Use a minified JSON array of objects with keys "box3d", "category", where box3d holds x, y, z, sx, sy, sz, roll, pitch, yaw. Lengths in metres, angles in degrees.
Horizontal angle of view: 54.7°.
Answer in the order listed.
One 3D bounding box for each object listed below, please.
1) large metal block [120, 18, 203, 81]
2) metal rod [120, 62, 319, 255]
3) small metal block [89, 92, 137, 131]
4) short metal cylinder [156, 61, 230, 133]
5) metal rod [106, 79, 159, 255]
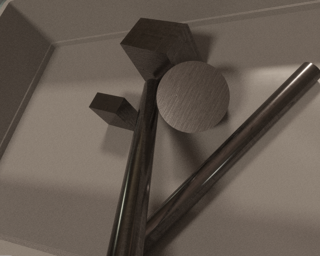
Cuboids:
[{"box3d":[0.006,-0.099,0.425,0.080,0.080,0.050,22,70,36],"category":"large metal block"},{"box3d":[0.067,0.038,0.346,0.300,0.025,0.025,-44,51,-3],"category":"metal rod"},{"box3d":[-0.062,-0.023,0.434,0.050,0.050,0.025,14,69,33],"category":"small metal block"},{"box3d":[0.040,-0.035,0.366,0.080,0.050,0.079,0,92,8],"category":"short metal cylinder"},{"box3d":[-0.018,0.021,0.323,0.025,0.025,0.300,-21,29,16],"category":"metal rod"}]
